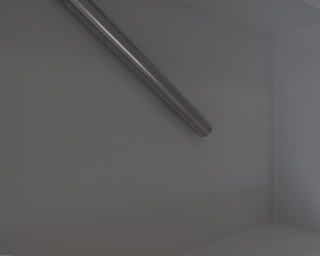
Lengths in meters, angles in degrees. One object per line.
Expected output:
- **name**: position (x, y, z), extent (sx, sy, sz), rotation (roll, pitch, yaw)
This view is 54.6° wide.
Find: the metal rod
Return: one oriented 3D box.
- **metal rod**: position (-0.028, -0.081, 0.382), extent (0.301, 0.025, 0.025), rotation (41, 65, -32)
